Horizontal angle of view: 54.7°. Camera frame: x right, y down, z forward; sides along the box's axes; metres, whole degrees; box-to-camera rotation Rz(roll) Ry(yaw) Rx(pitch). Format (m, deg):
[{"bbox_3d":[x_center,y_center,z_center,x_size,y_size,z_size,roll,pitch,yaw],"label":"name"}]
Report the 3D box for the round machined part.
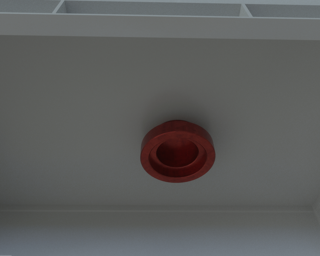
[{"bbox_3d":[0.023,0.027,0.422,0.099,0.042,0.097,-1,130,0],"label":"round machined part"}]
